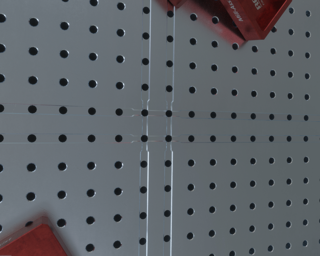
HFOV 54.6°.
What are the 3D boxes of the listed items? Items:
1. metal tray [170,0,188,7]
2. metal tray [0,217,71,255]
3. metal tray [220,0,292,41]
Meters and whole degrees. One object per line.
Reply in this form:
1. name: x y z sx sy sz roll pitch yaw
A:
1. metal tray: 0.040 -0.243 0.423 0.090 0.030 0.130 45 76 -15
2. metal tray: -0.167 0.175 0.349 0.131 0.030 0.090 -30 100 -18
3. metal tray: 0.128 -0.201 0.437 0.130 0.030 0.090 44 77 -31
